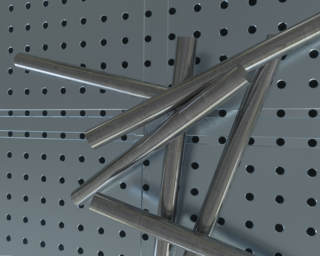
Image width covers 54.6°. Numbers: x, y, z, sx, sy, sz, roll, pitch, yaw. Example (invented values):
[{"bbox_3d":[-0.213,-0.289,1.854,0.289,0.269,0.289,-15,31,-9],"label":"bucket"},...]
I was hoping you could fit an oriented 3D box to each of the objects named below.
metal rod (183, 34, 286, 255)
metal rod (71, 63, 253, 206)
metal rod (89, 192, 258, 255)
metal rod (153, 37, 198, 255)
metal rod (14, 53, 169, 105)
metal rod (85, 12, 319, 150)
[{"bbox_3d":[0.089,0.034,0.381,0.025,0.025,0.298,22,97,19],"label":"metal rod"},{"bbox_3d":[-0.019,0.025,0.380,0.299,0.025,0.025,-38,78,31],"label":"metal rod"},{"bbox_3d":[0.057,0.142,0.367,0.301,0.025,0.025,20,97,9],"label":"metal rod"},{"bbox_3d":[0.017,0.041,0.389,0.025,0.025,0.298,10,100,20],"label":"metal rod"},{"bbox_3d":[-0.084,-0.068,0.442,0.301,0.025,0.025,16,95,19],"label":"metal rod"},{"bbox_3d":[0.054,-0.053,0.346,0.301,0.025,0.025,-26,81,5],"label":"metal rod"}]
